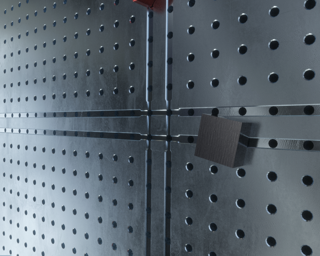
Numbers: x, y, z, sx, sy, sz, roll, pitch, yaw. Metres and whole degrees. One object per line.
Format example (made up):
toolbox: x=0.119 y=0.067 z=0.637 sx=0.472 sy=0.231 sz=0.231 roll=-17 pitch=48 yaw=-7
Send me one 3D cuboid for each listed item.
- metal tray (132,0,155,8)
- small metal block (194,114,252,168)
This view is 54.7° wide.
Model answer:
metal tray: x=-0.035 y=-0.244 z=0.435 sx=0.130 sy=0.030 sz=0.090 roll=52 pitch=120 yaw=27
small metal block: x=0.071 y=0.013 z=0.351 sx=0.050 sy=0.025 sz=0.050 roll=16 pitch=100 yaw=39
